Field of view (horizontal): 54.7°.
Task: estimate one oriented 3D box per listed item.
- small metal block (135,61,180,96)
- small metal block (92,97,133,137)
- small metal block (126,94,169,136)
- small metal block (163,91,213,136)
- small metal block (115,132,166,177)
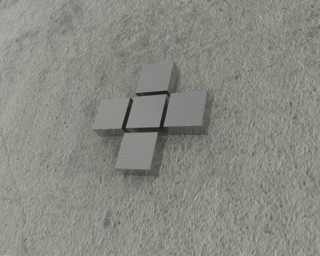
[{"bbox_3d":[-0.002,-0.066,0.446,0.050,0.025,0.050,-2,61,27],"label":"small metal block"},{"bbox_3d":[-0.064,-0.015,0.446,0.050,0.025,0.050,-2,61,27],"label":"small metal block"},{"bbox_3d":[-0.013,-0.017,0.421,0.050,0.025,0.050,-2,61,27],"label":"small metal block"},{"bbox_3d":[0.037,-0.018,0.396,0.050,0.025,0.050,-2,61,27],"label":"small metal block"},{"bbox_3d":[-0.024,0.034,0.396,0.050,0.025,0.050,-2,61,27],"label":"small metal block"}]
